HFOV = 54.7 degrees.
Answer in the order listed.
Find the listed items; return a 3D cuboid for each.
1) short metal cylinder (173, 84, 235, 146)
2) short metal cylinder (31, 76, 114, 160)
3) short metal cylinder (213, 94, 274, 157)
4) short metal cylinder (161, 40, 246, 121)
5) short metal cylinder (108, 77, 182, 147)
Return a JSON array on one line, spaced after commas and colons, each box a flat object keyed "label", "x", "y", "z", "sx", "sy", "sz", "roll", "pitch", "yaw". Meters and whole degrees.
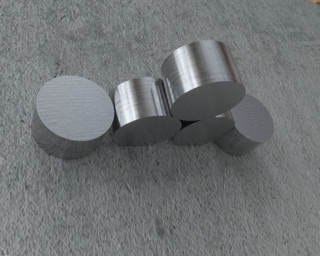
[{"label": "short metal cylinder", "x": 0.051, "y": -0.016, "z": 0.408, "sx": 0.081, "sy": 0.080, "sz": 0.050, "roll": 0, "pitch": 61, "yaw": -28}, {"label": "short metal cylinder", "x": -0.097, "y": -0.011, "z": 0.343, "sx": 0.081, "sy": 0.050, "sz": 0.080, "roll": 14, "pitch": 56, "yaw": -21}, {"label": "short metal cylinder", "x": 0.118, "y": -0.004, "z": 0.454, "sx": 0.081, "sy": 0.050, "sz": 0.080, "roll": 14, "pitch": 56, "yaw": -21}, {"label": "short metal cylinder", "x": 0.045, "y": -0.048, "z": 0.335, "sx": 0.081, "sy": 0.080, "sz": 0.050, "roll": 1, "pitch": 63, "yaw": -28}, {"label": "short metal cylinder", "x": -0.019, "y": -0.017, "z": 0.369, "sx": 0.081, "sy": 0.080, "sz": 0.050, "roll": 0, "pitch": 62, "yaw": -28}]
